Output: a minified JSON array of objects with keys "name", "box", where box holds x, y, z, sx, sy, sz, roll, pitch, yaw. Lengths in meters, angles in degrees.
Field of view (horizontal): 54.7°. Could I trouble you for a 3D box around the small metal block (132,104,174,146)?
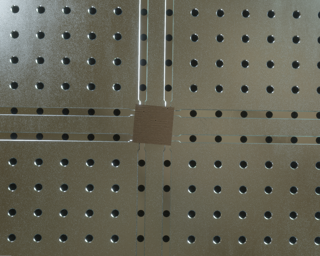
[{"name":"small metal block","box":[-0.009,-0.004,0.413,0.050,0.025,0.050,5,90,-1]}]
